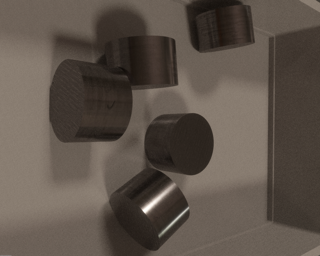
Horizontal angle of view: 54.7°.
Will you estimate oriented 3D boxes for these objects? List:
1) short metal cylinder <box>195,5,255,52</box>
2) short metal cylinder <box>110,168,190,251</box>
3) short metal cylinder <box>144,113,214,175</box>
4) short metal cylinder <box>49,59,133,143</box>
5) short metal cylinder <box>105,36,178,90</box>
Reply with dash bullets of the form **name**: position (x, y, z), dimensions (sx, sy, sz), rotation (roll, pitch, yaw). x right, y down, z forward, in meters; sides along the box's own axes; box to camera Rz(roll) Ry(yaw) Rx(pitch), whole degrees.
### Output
- **short metal cylinder**: position (0.094, -0.142, 0.452), dimensions (0.081, 0.080, 0.050), rotation (-16, 101, -39)
- **short metal cylinder**: position (-0.013, 0.094, 0.362), dimensions (0.050, 0.080, 0.080), rotation (-35, 112, -35)
- **short metal cylinder**: position (0.026, 0.020, 0.415), dimensions (0.081, 0.050, 0.079), rotation (0, 90, -40)
- **short metal cylinder**: position (-0.071, -0.026, 0.312), dimensions (0.050, 0.080, 0.079), rotation (1, 90, -40)
- **short metal cylinder**: position (-0.021, -0.071, 0.355), dimensions (0.081, 0.080, 0.050), rotation (-8, 95, -40)
